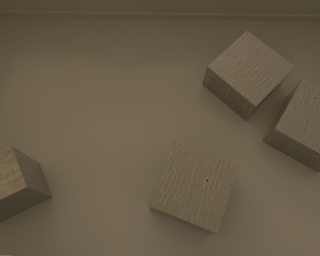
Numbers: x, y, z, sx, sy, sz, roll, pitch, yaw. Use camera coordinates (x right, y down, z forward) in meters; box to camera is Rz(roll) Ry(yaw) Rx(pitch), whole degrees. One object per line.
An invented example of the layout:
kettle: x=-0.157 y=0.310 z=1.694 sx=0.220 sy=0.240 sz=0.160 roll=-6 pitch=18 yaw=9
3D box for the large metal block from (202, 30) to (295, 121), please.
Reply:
large metal block: x=0.118 y=-0.071 z=0.423 sx=0.080 sy=0.050 sz=0.080 roll=-43 pitch=76 yaw=-14

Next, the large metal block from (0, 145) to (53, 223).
large metal block: x=-0.183 y=0.070 z=0.353 sx=0.080 sy=0.080 sz=0.050 roll=-26 pitch=72 yaw=-9

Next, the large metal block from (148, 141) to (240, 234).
large metal block: x=0.039 y=0.072 z=0.370 sx=0.080 sy=0.050 sz=0.080 roll=21 pitch=71 yaw=7

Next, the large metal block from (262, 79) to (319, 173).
large metal block: x=0.193 y=-0.002 z=0.398 sx=0.080 sy=0.050 sz=0.080 roll=31 pitch=73 yaw=10
